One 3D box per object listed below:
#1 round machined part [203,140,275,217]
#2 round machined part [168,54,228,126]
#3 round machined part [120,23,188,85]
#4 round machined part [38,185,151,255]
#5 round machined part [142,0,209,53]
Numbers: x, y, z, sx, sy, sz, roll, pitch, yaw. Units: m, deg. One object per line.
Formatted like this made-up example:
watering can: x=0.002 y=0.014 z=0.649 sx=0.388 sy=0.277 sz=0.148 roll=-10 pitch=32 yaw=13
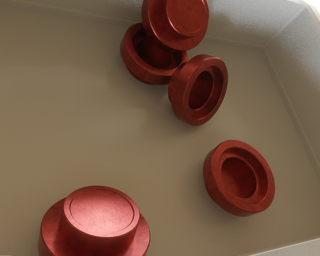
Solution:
round machined part: x=0.098 y=0.068 z=0.408 sx=0.099 sy=0.042 sz=0.098 roll=14 pitch=56 yaw=-21
round machined part: x=0.049 y=-0.055 z=0.433 sx=0.099 sy=0.097 sz=0.042 roll=-27 pitch=41 yaw=-37
round machined part: x=-0.012 y=-0.103 z=0.453 sx=0.099 sy=0.042 sz=0.098 roll=14 pitch=56 yaw=-21
round machined part: x=-0.056 y=0.089 z=0.281 sx=0.099 sy=0.042 sz=0.098 roll=14 pitch=23 yaw=-6
round machined part: x=0.028 y=-0.155 z=0.424 sx=0.099 sy=0.042 sz=0.097 roll=-3 pitch=95 yaw=-30
